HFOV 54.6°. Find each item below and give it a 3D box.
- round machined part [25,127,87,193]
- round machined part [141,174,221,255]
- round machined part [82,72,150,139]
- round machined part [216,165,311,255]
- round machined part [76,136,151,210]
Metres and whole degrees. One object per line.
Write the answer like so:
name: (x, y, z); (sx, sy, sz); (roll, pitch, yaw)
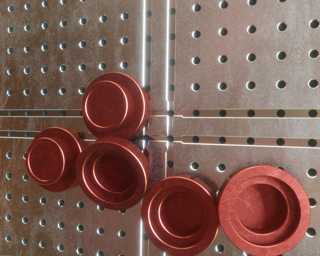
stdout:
round machined part: (-0.158, 0.047, 0.460); (0.098, 0.042, 0.097); (0, 90, 20)
round machined part: (0.029, 0.107, 0.394); (0.098, 0.042, 0.097); (0, 90, 20)
round machined part: (-0.067, -0.029, 0.428); (0.098, 0.042, 0.097); (0, 90, 20)
round machined part: (0.113, 0.091, 0.354); (0.098, 0.042, 0.098); (0, 87, 3)
round machined part: (-0.058, 0.056, 0.415); (0.098, 0.042, 0.097); (5, 109, 15)
